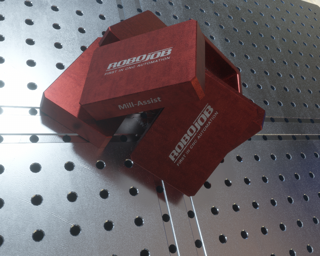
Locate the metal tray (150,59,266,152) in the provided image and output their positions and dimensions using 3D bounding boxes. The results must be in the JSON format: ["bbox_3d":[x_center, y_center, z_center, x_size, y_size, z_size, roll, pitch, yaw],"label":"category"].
[{"bbox_3d":[0.059,-0.024,0.411,0.130,0.090,0.030,33,51,-7],"label":"metal tray"}]

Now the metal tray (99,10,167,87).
[{"bbox_3d":[-0.016,-0.116,0.443,0.090,0.030,0.131,42,37,-4],"label":"metal tray"}]

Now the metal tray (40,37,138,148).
[{"bbox_3d":[-0.075,-0.049,0.394,0.090,0.030,0.130,34,51,-7],"label":"metal tray"}]

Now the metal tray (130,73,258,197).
[{"bbox_3d":[0.037,0.005,0.363,0.090,0.130,0.030,34,13,-6],"label":"metal tray"}]

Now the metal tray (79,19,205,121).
[{"bbox_3d":[-0.018,-0.062,0.339,0.030,0.130,0.090,54,33,-49],"label":"metal tray"}]

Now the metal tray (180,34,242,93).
[{"bbox_3d":[0.076,-0.080,0.463,0.130,0.030,0.090,32,48,-36],"label":"metal tray"}]
